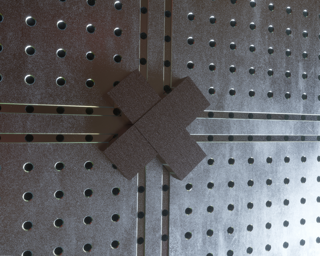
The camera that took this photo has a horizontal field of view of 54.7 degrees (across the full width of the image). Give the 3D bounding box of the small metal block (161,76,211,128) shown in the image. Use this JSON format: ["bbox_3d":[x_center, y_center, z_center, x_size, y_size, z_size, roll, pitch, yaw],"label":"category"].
[{"bbox_3d":[0.032,-0.035,0.425,0.050,0.025,0.050,-43,104,-15],"label":"small metal block"}]

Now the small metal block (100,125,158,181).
[{"bbox_3d":[-0.040,0.031,0.399,0.050,0.025,0.050,-43,104,-15],"label":"small metal block"}]

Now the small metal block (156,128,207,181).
[{"bbox_3d":[0.027,0.035,0.424,0.050,0.025,0.050,-43,104,-15],"label":"small metal block"}]

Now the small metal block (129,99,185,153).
[{"bbox_3d":[-0.004,-0.002,0.411,0.050,0.025,0.050,-43,104,-15],"label":"small metal block"}]

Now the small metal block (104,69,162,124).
[{"bbox_3d":[-0.035,-0.040,0.400,0.050,0.025,0.050,-43,104,-15],"label":"small metal block"}]
